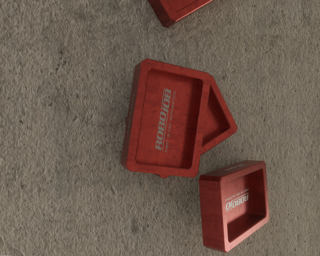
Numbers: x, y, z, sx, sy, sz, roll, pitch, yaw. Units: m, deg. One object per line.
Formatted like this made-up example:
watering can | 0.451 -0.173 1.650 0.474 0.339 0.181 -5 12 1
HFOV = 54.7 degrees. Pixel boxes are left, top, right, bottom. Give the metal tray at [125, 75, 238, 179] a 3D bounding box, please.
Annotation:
metal tray | 0.031 -0.004 0.417 0.131 0.030 0.090 -31 100 -18

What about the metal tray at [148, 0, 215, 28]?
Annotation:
metal tray | 0.039 -0.207 0.420 0.131 0.030 0.090 -35 102 -17

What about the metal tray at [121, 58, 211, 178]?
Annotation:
metal tray | 0.008 -0.010 0.376 0.091 0.030 0.129 9 87 -20

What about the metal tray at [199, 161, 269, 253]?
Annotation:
metal tray | 0.103 0.097 0.413 0.131 0.030 0.089 -6 93 -48
